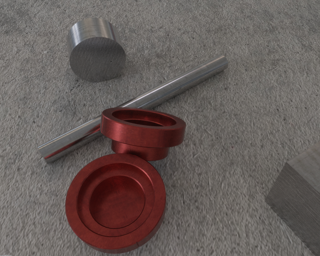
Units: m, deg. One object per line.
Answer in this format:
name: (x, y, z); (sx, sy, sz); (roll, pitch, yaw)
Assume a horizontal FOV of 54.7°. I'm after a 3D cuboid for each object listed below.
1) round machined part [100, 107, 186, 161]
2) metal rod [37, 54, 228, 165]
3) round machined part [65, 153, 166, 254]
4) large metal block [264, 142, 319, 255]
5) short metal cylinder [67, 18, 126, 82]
round machined part: (-0.021, 0.007, 0.366); (0.099, 0.042, 0.098); (8, 14, -2)
metal rod: (-0.022, -0.036, 0.432); (0.302, 0.025, 0.025); (-30, 56, -23)
round machined part: (-0.043, 0.079, 0.320); (0.099, 0.042, 0.098); (-1, 57, 2)
large metal block: (0.161, 0.073, 0.307); (0.050, 0.080, 0.080); (-26, 55, -20)
short metal cylinder: (-0.096, -0.116, 0.464); (0.081, 0.080, 0.050); (-12, 51, -10)
